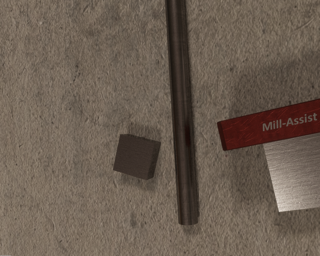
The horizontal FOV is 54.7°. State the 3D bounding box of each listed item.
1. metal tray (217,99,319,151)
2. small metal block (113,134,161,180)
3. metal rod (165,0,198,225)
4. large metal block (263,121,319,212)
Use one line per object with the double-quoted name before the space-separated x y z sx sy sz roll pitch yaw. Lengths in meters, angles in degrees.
"metal tray" 0.134 -0.006 0.327 0.130 0.090 0.030 -13 86 19
"small metal block" -0.031 0.038 0.419 0.050 0.025 0.050 14 94 19
"metal rod" 0.027 -0.028 0.398 0.025 0.025 0.298 -4 89 19
"large metal block" 0.160 0.038 0.333 0.080 0.050 0.080 -13 95 19
